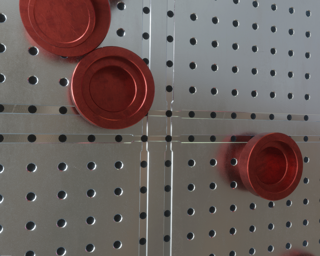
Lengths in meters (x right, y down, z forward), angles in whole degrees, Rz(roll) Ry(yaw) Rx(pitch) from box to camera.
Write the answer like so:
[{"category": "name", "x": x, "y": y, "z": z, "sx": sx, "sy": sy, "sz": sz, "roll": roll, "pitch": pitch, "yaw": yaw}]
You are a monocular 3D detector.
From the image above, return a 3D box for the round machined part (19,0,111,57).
[{"category": "round machined part", "x": -0.104, "y": -0.126, "z": 0.343, "sx": 0.099, "sy": 0.042, "sz": 0.097, "roll": -3, "pitch": 117, "yaw": -5}]

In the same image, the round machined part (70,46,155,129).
[{"category": "round machined part", "x": -0.060, "y": -0.047, "z": 0.381, "sx": 0.099, "sy": 0.042, "sz": 0.097, "roll": 0, "pitch": 90, "yaw": -20}]

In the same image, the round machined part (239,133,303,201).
[{"category": "round machined part", "x": 0.159, "y": 0.055, "z": 0.462, "sx": 0.099, "sy": 0.042, "sz": 0.097, "roll": 0, "pitch": 90, "yaw": -20}]
